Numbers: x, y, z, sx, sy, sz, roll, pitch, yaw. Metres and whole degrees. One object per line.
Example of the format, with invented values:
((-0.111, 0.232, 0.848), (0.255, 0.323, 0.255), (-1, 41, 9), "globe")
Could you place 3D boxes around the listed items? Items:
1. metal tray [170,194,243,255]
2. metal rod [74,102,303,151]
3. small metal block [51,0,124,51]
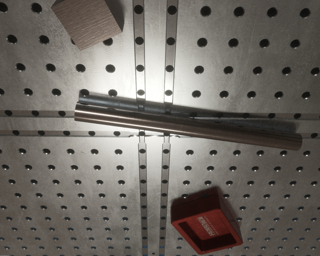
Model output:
((0.086, 0.179, 0.561), (0.090, 0.030, 0.130), (-22, 127, 17), "metal tray")
((0.043, -0.001, 0.411), (0.302, 0.025, 0.025), (8, 130, -7), "metal rod")
((-0.071, -0.114, 0.314), (0.050, 0.025, 0.050), (-19, 128, 15), "small metal block")
